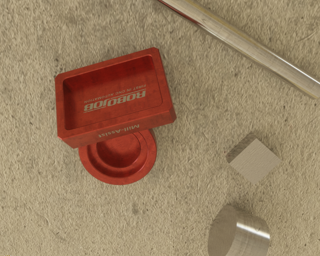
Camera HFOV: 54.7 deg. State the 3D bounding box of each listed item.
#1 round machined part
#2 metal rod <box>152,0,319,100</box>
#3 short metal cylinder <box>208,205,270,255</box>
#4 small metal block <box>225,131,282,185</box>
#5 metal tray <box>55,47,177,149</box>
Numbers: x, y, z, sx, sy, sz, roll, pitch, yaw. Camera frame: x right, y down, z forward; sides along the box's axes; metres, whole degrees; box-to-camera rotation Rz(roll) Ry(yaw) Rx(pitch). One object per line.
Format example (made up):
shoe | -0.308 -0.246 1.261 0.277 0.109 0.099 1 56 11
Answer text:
round machined part | -0.053 0.023 0.409 0.099 0.042 0.097 0 110 0
metal rod | 0.071 -0.117 0.367 0.301 0.025 0.025 28 108 -10
short metal cylinder | 0.109 0.157 0.439 0.050 0.080 0.080 23 108 -8
small metal block | 0.128 0.042 0.426 0.050 0.025 0.050 39 105 -13
metal tray | -0.054 -0.036 0.363 0.131 0.090 0.030 -15 153 5
